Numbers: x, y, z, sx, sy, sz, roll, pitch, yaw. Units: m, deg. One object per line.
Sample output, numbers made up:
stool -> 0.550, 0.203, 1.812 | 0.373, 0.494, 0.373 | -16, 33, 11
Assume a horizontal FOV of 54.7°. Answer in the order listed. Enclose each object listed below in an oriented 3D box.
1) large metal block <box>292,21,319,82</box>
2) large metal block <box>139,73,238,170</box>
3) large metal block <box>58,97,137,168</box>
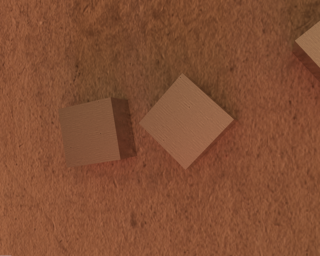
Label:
large metal block -> 0.201, -0.084, 0.325 | 0.080, 0.050, 0.080 | -40, 78, 15
large metal block -> 0.036, -0.008, 0.382 | 0.080, 0.050, 0.080 | 45, 104, 14
large metal block -> -0.085, 0.007, 0.424 | 0.080, 0.050, 0.080 | -10, 87, 19
